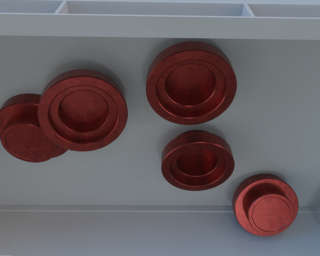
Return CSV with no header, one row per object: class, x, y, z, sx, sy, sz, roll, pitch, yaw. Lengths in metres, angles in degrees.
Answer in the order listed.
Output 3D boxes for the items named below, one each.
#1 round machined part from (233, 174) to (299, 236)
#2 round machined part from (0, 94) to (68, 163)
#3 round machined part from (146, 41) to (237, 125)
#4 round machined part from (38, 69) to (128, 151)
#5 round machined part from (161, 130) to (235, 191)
round machined part,0.165,0.124,0.478,0.099,0.042,0.097,0,102,1
round machined part,-0.164,0.007,0.402,0.099,0.042,0.097,0,130,0
round machined part,0.034,-0.054,0.352,0.099,0.042,0.097,0,130,0
round machined part,-0.090,-0.024,0.366,0.099,0.042,0.097,-7,122,-11
round machined part,0.051,0.041,0.433,0.099,0.042,0.097,0,130,0
